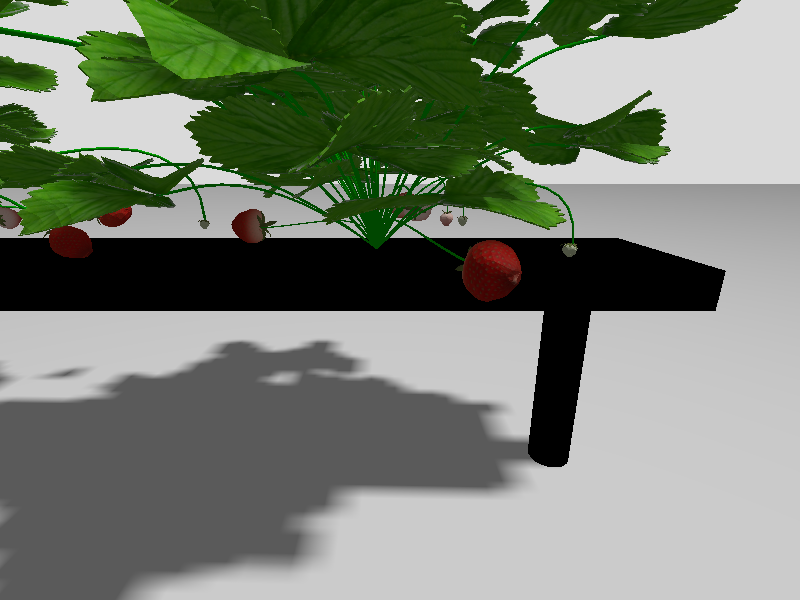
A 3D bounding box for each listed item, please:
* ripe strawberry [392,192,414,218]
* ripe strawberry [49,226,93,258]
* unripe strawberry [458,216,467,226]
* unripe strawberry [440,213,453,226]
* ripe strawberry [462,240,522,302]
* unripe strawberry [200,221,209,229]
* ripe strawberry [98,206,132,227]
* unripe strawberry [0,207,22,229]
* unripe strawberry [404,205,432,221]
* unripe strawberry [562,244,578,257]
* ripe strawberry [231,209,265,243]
[{"bbox_3d":[0.008,-0.135,0.571,0.042,0.036,0.042,2,17,6],"label":"ripe strawberry"},{"bbox_3d":[-0.253,-0.044,0.310,0.027,0.023,0.027,42,20,-4],"label":"ripe strawberry"},{"bbox_3d":[0.075,-0.095,0.482,0.011,0.011,0.010,12,21,33],"label":"unripe strawberry"},{"bbox_3d":[0.057,-0.099,0.491,0.016,0.016,0.014,9,20,26],"label":"unripe strawberry"},{"bbox_3d":[0.050,-0.014,0.209,0.030,0.032,0.033,-8,20,-24],"label":"ripe strawberry"},{"bbox_3d":[-0.224,-0.086,0.459,0.010,0.010,0.011,-8,19,-24],"label":"unripe strawberry"},{"bbox_3d":[-0.347,-0.109,0.487,0.034,0.039,0.037,14,22,38],"label":"ripe strawberry"},{"bbox_3d":[-0.468,-0.099,0.480,0.024,0.025,0.026,0,17,1],"label":"unripe strawberry"},{"bbox_3d":[0.024,-0.123,0.538,0.038,0.032,0.038,4,12,12],"label":"unripe strawberry"},{"bbox_3d":[0.123,-0.036,0.291,0.010,0.010,0.009,7,19,22],"label":"unripe strawberry"},{"bbox_3d":[-0.141,-0.069,0.375,0.030,0.032,0.028,3,18,13],"label":"ripe strawberry"}]
